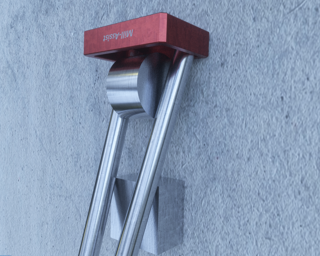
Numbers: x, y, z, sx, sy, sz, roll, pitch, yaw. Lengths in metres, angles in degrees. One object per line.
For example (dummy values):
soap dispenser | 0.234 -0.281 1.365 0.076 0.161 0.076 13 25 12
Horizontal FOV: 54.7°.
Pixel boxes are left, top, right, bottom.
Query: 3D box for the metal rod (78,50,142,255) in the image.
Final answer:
metal rod | -0.064 0.042 0.397 0.025 0.025 0.299 3 76 39

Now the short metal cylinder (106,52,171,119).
short metal cylinder | -0.019 -0.051 0.385 0.050 0.081 0.079 3 92 39

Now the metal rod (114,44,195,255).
metal rod | -0.010 0.045 0.352 0.025 0.025 0.299 11 82 39

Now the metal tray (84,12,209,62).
metal tray | -0.018 -0.102 0.377 0.130 0.091 0.030 3 92 39

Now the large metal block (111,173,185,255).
large metal block | -0.017 0.105 0.399 0.080 0.050 0.079 2 92 39
